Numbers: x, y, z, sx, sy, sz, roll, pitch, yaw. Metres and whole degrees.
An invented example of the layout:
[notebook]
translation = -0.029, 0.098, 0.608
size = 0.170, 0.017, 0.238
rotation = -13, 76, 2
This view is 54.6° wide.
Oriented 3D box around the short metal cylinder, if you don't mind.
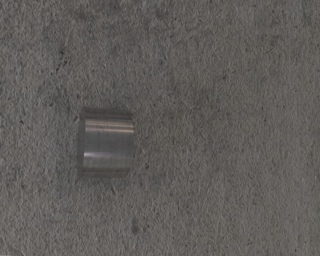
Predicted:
[short metal cylinder]
translation = -0.065, 0.017, 0.356
size = 0.050, 0.080, 0.080
rotation = 4, 89, -20
